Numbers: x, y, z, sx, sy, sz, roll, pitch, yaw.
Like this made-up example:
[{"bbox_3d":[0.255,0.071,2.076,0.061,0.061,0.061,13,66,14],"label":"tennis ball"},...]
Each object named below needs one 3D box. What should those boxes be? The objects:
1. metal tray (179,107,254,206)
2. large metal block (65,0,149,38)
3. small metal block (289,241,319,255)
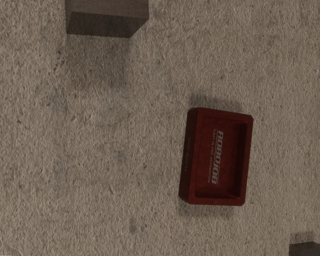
[{"bbox_3d":[0.080,0.041,0.437,0.091,0.030,0.129,7,88,-20],"label":"metal tray"},{"bbox_3d":[-0.064,-0.141,0.356,0.081,0.080,0.050,-2,91,-20],"label":"large metal block"},{"bbox_3d":[0.237,0.215,0.499,0.050,0.025,0.050,2,90,-21],"label":"small metal block"}]
